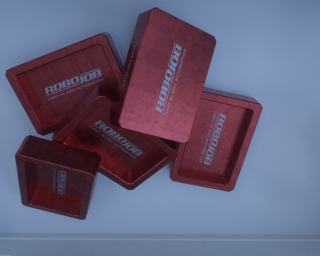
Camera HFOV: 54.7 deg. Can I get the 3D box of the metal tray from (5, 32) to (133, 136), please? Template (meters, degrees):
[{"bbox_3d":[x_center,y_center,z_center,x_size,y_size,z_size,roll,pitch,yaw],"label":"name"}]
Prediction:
[{"bbox_3d":[-0.108,-0.054,0.385,0.131,0.030,0.090,-19,109,6],"label":"metal tray"}]

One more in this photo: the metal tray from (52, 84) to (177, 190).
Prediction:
[{"bbox_3d":[-0.053,0.017,0.389,0.090,0.030,0.130,-40,121,20],"label":"metal tray"}]

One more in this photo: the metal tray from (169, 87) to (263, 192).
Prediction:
[{"bbox_3d":[0.070,0.016,0.414,0.091,0.030,0.129,12,110,-5],"label":"metal tray"}]

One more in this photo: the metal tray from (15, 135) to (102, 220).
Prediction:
[{"bbox_3d":[-0.131,0.070,0.400,0.091,0.030,0.129,16,138,-6],"label":"metal tray"}]

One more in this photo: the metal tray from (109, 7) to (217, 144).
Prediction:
[{"bbox_3d":[0.005,-0.055,0.350,0.091,0.030,0.129,16,91,-30],"label":"metal tray"}]
